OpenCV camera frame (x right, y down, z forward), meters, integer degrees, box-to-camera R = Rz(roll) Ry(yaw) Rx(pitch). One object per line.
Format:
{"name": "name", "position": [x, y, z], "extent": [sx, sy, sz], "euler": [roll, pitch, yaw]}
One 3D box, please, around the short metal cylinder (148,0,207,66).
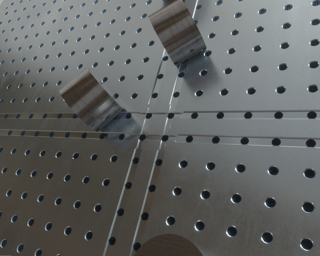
{"name": "short metal cylinder", "position": [0.025, -0.136, 0.442], "extent": [0.050, 0.080, 0.080], "euler": [-28, 52, 10]}

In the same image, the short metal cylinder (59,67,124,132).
{"name": "short metal cylinder", "position": [-0.097, -0.041, 0.447], "extent": [0.050, 0.080, 0.080], "euler": [-41, 51, 1]}

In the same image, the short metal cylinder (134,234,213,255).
{"name": "short metal cylinder", "position": [0.015, 0.147, 0.293], "extent": [0.080, 0.050, 0.080], "euler": [-13, 56, 20]}
